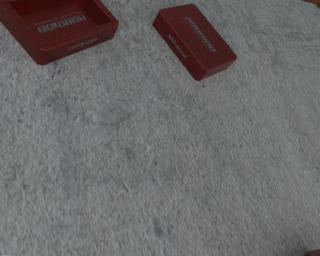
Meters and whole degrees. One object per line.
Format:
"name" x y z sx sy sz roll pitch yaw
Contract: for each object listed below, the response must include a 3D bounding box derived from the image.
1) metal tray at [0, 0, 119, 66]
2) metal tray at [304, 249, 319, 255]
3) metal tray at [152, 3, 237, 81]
"metal tray" -0.132 -0.146 0.419 0.090 0.030 0.131 49 51 6
"metal tray" 0.187 0.218 0.371 0.131 0.030 0.090 -19 72 -36
"metal tray" 0.060 -0.149 0.525 0.091 0.030 0.130 -28 77 -38
